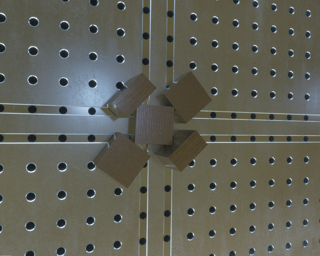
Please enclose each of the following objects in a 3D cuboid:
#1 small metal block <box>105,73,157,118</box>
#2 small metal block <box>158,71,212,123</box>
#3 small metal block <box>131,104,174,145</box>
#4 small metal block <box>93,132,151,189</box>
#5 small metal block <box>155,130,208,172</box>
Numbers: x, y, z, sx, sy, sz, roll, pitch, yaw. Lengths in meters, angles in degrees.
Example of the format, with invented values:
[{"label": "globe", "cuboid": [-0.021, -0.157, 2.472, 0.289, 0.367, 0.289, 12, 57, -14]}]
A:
[{"label": "small metal block", "cuboid": [-0.037, -0.039, 0.385, 0.025, 0.050, 0.050, 46, 77, -15]}, {"label": "small metal block", "cuboid": [0.034, -0.041, 0.425, 0.050, 0.025, 0.050, -42, 103, -15]}, {"label": "small metal block", "cuboid": [-0.010, -0.004, 0.408, 0.050, 0.025, 0.050, 4, 88, -19]}, {"label": "small metal block", "cuboid": [-0.049, 0.040, 0.394, 0.050, 0.025, 0.050, 40, 77, -16]}, {"label": "small metal block", "cuboid": [0.027, 0.028, 0.409, 0.050, 0.050, 0.025, -44, 104, -15]}]
